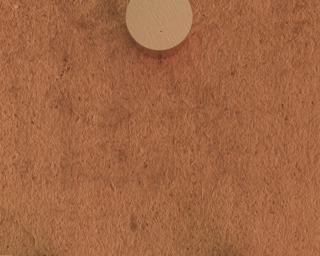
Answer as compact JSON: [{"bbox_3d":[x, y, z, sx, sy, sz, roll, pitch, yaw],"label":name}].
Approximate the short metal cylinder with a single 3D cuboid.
[{"bbox_3d":[-0.001,-0.133,0.397,0.081,0.050,0.080,0,90,0],"label":"short metal cylinder"}]
